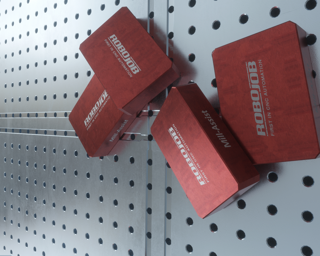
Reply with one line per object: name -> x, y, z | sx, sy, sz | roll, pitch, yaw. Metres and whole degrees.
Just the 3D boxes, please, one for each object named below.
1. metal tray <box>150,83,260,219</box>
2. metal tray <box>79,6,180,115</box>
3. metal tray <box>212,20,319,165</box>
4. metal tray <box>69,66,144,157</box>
metal tray -> 0.043, 0.026, 0.351 | 0.130, 0.030, 0.090 | 60, 146, 23
metal tray -> -0.045, -0.093, 0.423 | 0.090, 0.030, 0.130 | -39, 64, 8
metal tray -> 0.108, -0.030, 0.317 | 0.090, 0.030, 0.129 | -13, 82, 39
metal tray -> -0.085, -0.028, 0.478 | 0.129, 0.030, 0.090 | -50, 61, 28
